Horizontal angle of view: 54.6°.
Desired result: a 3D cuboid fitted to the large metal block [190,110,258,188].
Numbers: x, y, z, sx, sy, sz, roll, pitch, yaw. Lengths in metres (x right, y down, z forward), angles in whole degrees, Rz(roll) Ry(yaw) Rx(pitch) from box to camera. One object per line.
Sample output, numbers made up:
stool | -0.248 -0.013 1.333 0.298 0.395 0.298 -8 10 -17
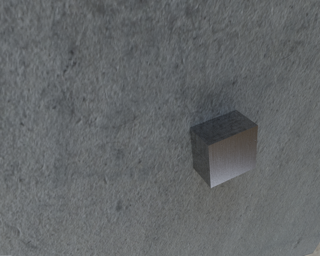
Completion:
large metal block | 0.095 0.030 0.460 0.081 0.050 0.080 -21 126 -16
